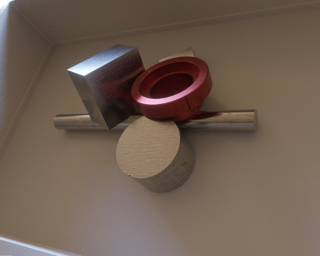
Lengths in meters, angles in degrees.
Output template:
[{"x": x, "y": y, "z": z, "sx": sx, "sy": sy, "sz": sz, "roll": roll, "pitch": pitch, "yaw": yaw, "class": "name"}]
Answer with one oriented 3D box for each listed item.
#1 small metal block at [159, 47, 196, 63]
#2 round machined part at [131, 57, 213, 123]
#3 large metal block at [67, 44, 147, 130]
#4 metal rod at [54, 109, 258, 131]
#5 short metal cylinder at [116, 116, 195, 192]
[{"x": 0.029, "y": -0.080, "z": 0.437, "sx": 0.050, "sy": 0.025, "sz": 0.050, "roll": -19, "pitch": 54, "yaw": 16, "class": "small metal block"}, {"x": 0.017, "y": -0.044, "z": 0.385, "sx": 0.098, "sy": 0.042, "sz": 0.098, "roll": -15, "pitch": 39, "yaw": 12, "class": "round machined part"}, {"x": -0.063, "y": -0.057, "z": 0.416, "sx": 0.080, "sy": 0.080, "sz": 0.050, "roll": -36, "pitch": 36, "yaw": -25, "class": "large metal block"}, {"x": -0.025, "y": -0.009, "z": 0.419, "sx": 0.300, "sy": 0.025, "sz": 0.025, "roll": 0, "pitch": 62, "yaw": 27, "class": "metal rod"}, {"x": -0.004, "y": 0.030, "z": 0.369, "sx": 0.080, "sy": 0.050, "sz": 0.080, "roll": -13, "pitch": 56, "yaw": 20, "class": "short metal cylinder"}]
